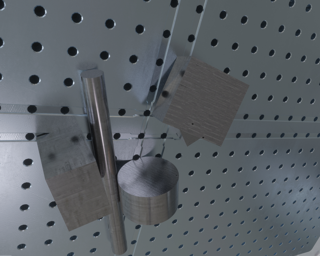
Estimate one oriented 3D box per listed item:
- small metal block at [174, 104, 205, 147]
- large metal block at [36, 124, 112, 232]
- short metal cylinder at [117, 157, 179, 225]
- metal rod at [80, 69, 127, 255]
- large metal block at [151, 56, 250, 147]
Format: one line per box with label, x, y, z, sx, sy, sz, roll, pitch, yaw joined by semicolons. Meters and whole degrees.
small metal block;0.045;-0.010;0.430;0.050;0.025;0.050;-32;129;-7
large metal block;-0.099;0.054;0.355;0.050;0.080;0.079;-20;126;-17
short metal cylinder;-0.015;0.083;0.419;0.081;0.080;0.050;-15;125;-20
metal rod;-0.069;0.067;0.414;0.025;0.025;0.298;-15;125;-20
large metal block;0.047;-0.033;0.377;0.080;0.050;0.080;22;95;-19
